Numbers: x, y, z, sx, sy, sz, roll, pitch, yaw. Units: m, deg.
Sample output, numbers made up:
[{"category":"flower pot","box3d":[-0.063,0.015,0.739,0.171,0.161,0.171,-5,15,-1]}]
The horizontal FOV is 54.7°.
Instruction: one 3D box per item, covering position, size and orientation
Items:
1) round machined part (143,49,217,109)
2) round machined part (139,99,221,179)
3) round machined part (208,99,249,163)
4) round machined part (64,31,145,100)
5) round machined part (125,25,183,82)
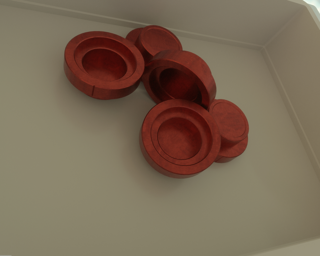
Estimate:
[{"category":"round machined part","box3d":[0.029,-0.063,0.410,0.098,0.098,0.042,37,58,-4]},{"category":"round machined part","box3d":[0.022,0.016,0.389,0.099,0.042,0.098,5,67,-11]},{"category":"round machined part","box3d":[0.088,-0.002,0.446,0.099,0.042,0.098,14,56,-21]},{"category":"round machined part","box3d":[-0.072,-0.075,0.397,0.099,0.042,0.098,10,54,-14]},{"category":"round machined part","box3d":[-0.005,-0.114,0.463,0.099,0.042,0.098,14,56,-21]}]
